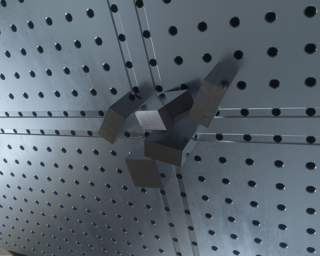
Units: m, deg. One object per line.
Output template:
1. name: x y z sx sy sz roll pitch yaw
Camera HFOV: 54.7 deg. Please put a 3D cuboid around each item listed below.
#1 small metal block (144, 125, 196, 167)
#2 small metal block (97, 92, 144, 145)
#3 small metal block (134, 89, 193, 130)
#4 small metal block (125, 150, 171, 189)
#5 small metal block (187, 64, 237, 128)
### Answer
1. small metal block: 0.014 0.020 0.399 0.050 0.050 0.025 15 125 19
2. small metal block: -0.052 -0.013 0.413 0.025 0.050 0.050 35 129 4
3. small metal block: 0.006 -0.022 0.367 0.050 0.050 0.025 2 123 55
4. small metal block: -0.017 0.060 0.456 0.050 0.025 0.050 -2 118 29
5. small metal block: 0.058 -0.036 0.341 0.025 0.050 0.050 28 128 10
